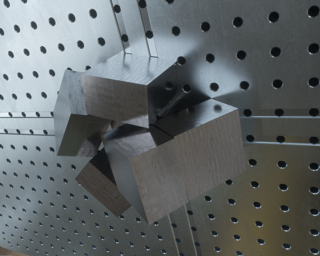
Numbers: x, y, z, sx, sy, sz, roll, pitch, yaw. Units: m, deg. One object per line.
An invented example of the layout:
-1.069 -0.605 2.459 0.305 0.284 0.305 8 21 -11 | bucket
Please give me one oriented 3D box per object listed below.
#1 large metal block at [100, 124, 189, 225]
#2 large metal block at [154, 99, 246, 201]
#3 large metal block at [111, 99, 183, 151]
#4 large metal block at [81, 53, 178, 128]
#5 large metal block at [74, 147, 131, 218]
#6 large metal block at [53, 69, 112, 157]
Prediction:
-0.018 0.044 0.343 0.080 0.050 0.080 28 137 56 | large metal block
0.046 0.022 0.354 0.050 0.081 0.080 33 141 58 | large metal block
-0.011 0.009 0.407 0.080 0.050 0.080 1 119 28 | large metal block
-0.032 -0.048 0.364 0.080 0.080 0.050 13 124 21 | large metal block
-0.059 0.065 0.446 0.080 0.080 0.050 42 129 -2 | large metal block
-0.106 -0.018 0.413 0.050 0.080 0.080 5 136 -29 | large metal block
